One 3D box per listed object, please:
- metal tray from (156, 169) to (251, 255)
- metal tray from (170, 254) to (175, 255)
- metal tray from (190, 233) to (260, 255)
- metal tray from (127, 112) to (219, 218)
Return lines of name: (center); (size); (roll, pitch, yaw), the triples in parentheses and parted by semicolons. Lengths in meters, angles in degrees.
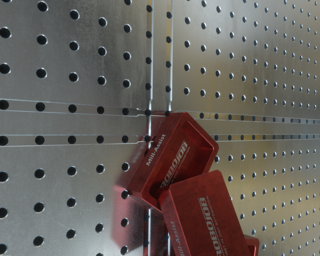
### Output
metal tray: (0.057, 0.126, 0.388); (0.091, 0.030, 0.130); (-10, 77, -36)
metal tray: (0.049, 0.214, 0.446); (0.131, 0.030, 0.090); (-29, 109, -36)
metal tray: (0.087, 0.198, 0.438); (0.131, 0.030, 0.090); (17, 79, -39)
metal tray: (0.023, 0.054, 0.423); (0.090, 0.030, 0.130); (43, 64, -31)
